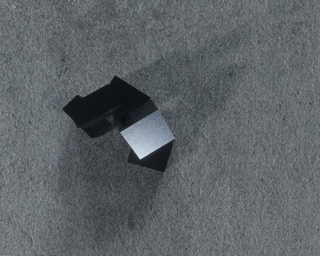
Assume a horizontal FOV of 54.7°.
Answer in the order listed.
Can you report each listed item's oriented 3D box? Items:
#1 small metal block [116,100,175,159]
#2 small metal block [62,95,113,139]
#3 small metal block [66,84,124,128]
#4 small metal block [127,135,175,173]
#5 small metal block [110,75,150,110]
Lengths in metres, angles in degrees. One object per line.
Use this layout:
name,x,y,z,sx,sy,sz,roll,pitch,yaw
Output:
small metal block,-0.017,0.002,0.374,0.050,0.025,0.050,-31,128,0
small metal block,-0.091,-0.014,0.398,0.025,0.050,0.050,-45,91,0
small metal block,-0.070,-0.023,0.348,0.050,0.050,0.025,-29,90,0
small metal block,-0.011,0.027,0.411,0.050,0.025,0.050,16,90,-1
small metal block,-0.040,-0.040,0.398,0.050,0.050,0.025,32,90,-1
